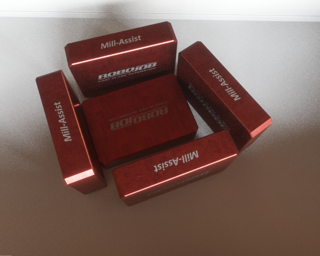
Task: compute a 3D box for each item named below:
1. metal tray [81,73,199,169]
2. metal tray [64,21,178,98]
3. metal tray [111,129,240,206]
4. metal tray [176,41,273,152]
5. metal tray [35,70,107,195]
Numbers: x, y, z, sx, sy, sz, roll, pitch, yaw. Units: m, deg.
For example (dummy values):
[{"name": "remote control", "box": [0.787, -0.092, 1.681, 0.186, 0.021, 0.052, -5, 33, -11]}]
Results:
[{"name": "metal tray", "box": [-0.027, -0.011, 0.408, 0.131, 0.030, 0.090, -19, 71, -7]}, {"name": "metal tray", "box": [-0.046, -0.085, 0.404, 0.131, 0.090, 0.030, -15, 71, -6]}, {"name": "metal tray", "box": [0.017, 0.049, 0.355, 0.131, 0.090, 0.030, -19, 72, -7]}, {"name": "metal tray", "box": [0.072, -0.034, 0.387, 0.030, 0.090, 0.130, -35, 74, -11]}, {"name": "metal tray", "box": [-0.103, 0.008, 0.369, 0.030, 0.090, 0.130, -20, 72, -7]}]
